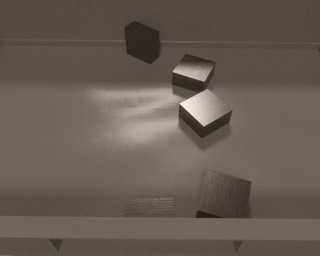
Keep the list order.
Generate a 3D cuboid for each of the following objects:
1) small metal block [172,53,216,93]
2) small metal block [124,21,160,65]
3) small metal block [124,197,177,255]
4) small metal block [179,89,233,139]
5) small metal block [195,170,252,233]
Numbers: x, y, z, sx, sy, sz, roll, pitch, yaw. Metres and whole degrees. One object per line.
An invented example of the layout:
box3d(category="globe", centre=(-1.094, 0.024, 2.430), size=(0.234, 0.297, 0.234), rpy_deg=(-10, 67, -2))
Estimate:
box3d(category="small metal block", centre=(0.052, -0.084, 0.476), size=(0.050, 0.025, 0.050), rpy_deg=(21, 53, 16))
box3d(category="small metal block", centre=(-0.029, -0.139, 0.505), size=(0.050, 0.050, 0.025), rpy_deg=(29, 56, 21))
box3d(category="small metal block", centre=(-0.010, 0.101, 0.320), size=(0.050, 0.025, 0.050), rpy_deg=(-2, 50, -2))
box3d(category="small metal block", centre=(0.061, -0.021, 0.423), size=(0.050, 0.025, 0.050), rpy_deg=(-29, 56, -22))
box3d(category="small metal block", centre=(0.069, 0.080, 0.339), size=(0.050, 0.025, 0.050), rpy_deg=(13, 51, 10))
